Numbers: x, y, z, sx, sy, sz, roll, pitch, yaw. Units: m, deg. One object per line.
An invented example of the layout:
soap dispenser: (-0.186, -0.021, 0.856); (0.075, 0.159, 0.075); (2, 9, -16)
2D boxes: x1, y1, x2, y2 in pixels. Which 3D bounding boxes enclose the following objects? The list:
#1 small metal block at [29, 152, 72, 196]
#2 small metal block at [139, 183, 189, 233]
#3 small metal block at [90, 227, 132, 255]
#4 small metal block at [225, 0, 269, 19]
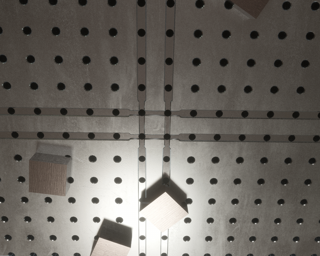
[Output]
small metal block: (-0.154, 0.065, 0.435); (0.050, 0.025, 0.050); (8, 110, -4)
small metal block: (0.006, 0.118, 0.457); (0.050, 0.025, 0.050); (-40, 106, 13)
small metal block: (-0.077, 0.189, 0.482); (0.050, 0.025, 0.050); (22, 108, -9)
small metal block: (0.103, -0.162, 0.355); (0.050, 0.025, 0.050); (31, 107, -11)
